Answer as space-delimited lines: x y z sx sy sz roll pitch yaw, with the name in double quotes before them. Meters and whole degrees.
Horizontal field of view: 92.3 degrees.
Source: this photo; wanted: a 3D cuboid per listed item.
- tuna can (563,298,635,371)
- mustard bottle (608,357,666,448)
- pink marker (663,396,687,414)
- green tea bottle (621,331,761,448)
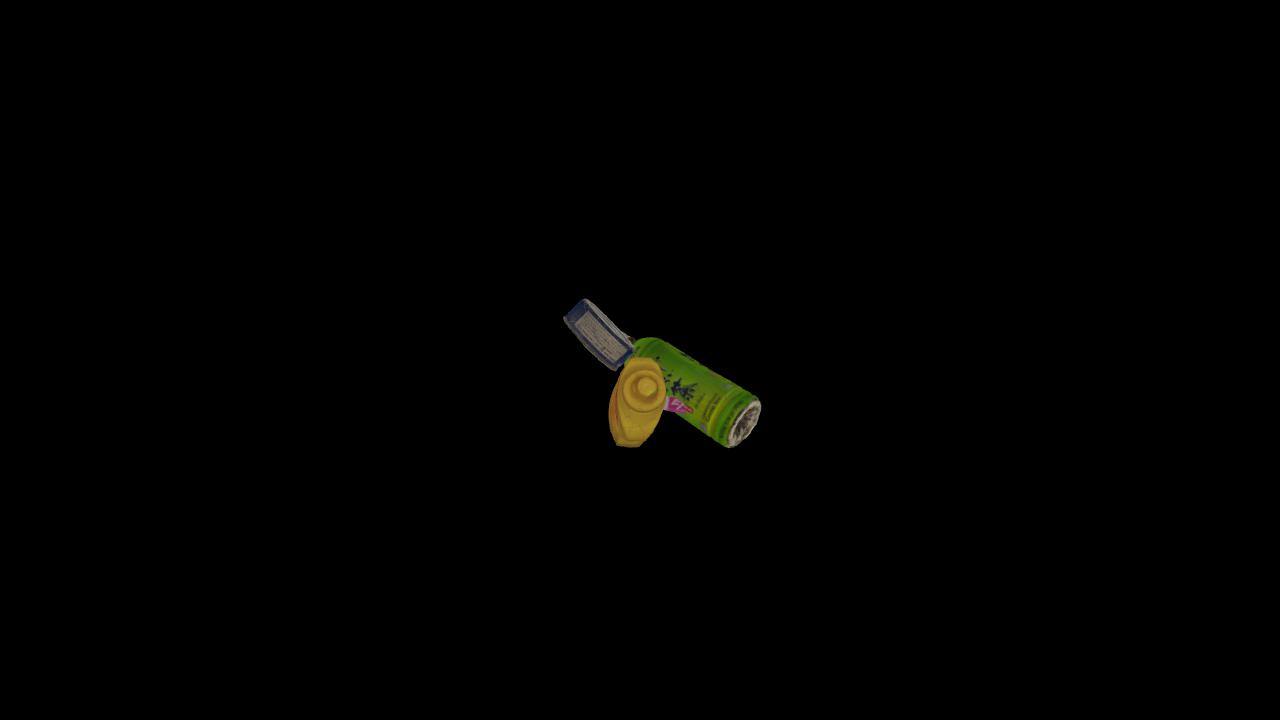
"tuna can" -0.044 -0.029 0.681 0.034 0.084 0.084 -44 -4 4
"mustard bottle" -0.002 0.043 0.659 0.054 0.092 0.184 11 -13 -4
"pink marker" 0.049 0.054 0.716 0.121 0.020 0.020 11 -2 -9
"green tea bottle" 0.043 0.025 0.748 0.212 0.073 0.073 31 16 29
